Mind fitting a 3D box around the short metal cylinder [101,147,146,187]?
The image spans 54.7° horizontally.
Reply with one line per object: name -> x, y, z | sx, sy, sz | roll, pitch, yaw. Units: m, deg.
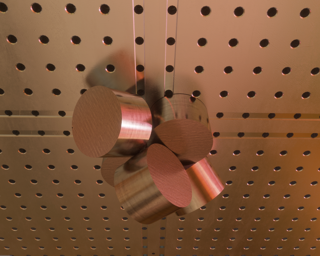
short metal cylinder -> -0.038, 0.043, 0.431 | 0.081, 0.050, 0.079 | 0, 130, 0

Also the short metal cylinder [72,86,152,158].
short metal cylinder -> -0.056, -0.005, 0.361 | 0.080, 0.080, 0.050 | -38, 155, 27

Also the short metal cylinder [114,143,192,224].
short metal cylinder -> -0.007, 0.065, 0.363 | 0.050, 0.080, 0.080 | -34, 123, 25

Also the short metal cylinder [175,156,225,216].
short metal cylinder -> 0.043, 0.078, 0.434 | 0.080, 0.080, 0.050 | -33, 88, 24

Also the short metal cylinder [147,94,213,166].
short metal cylinder -> 0.025, 0.003, 0.398 | 0.081, 0.050, 0.079 | 0, 130, 0
